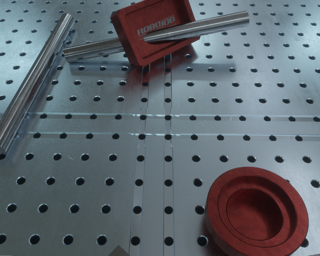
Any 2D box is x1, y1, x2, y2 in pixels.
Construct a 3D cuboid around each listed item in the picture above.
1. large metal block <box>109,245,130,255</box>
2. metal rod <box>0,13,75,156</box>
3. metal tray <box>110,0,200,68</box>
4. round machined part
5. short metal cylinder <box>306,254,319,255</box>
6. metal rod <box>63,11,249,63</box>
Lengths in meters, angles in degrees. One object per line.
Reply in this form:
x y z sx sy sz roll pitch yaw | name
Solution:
-0.018 0.151 0.245 0.080 0.080 0.050 33 57 24 | large metal block
-0.187 -0.087 0.478 0.025 0.025 0.300 5 50 4 | metal rod
-0.003 -0.163 0.502 0.131 0.090 0.030 -31 20 -24 | metal tray
0.095 0.092 0.320 0.099 0.042 0.098 0 50 0 | round machined part
0.132 0.149 0.256 0.081 0.050 0.080 3 62 -6 | short metal cylinder
-0.005 -0.149 0.507 0.302 0.025 0.025 -12 51 0 | metal rod
